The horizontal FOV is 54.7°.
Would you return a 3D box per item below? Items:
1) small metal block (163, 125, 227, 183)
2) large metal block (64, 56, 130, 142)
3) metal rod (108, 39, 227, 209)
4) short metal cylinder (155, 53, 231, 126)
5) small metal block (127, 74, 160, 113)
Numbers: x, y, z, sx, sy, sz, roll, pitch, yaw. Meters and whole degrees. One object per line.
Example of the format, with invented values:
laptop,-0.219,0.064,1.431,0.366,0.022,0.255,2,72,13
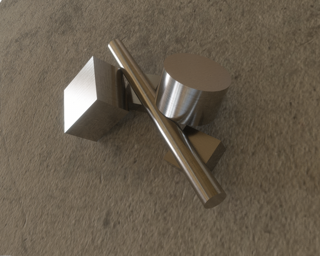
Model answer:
small metal block,0.041,0.031,0.364,0.050,0.025,0.050,27,76,37
large metal block,-0.093,-0.039,0.439,0.080,0.050,0.080,-39,48,32
metal rod,-0.008,-0.029,0.394,0.025,0.025,0.300,-35,51,4
short metal cylinder,0.038,-0.048,0.372,0.081,0.050,0.080,9,41,-8
small metal block,-0.022,-0.050,0.447,0.050,0.025,0.050,13,68,33
